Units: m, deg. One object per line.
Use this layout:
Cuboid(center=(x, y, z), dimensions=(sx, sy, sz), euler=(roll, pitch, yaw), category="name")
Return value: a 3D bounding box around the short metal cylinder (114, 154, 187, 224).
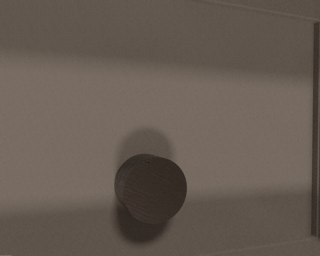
Cuboid(center=(-0.013, 0.075, 0.394), dimensions=(0.081, 0.050, 0.079), euler=(0, 90, -21), category="short metal cylinder")
